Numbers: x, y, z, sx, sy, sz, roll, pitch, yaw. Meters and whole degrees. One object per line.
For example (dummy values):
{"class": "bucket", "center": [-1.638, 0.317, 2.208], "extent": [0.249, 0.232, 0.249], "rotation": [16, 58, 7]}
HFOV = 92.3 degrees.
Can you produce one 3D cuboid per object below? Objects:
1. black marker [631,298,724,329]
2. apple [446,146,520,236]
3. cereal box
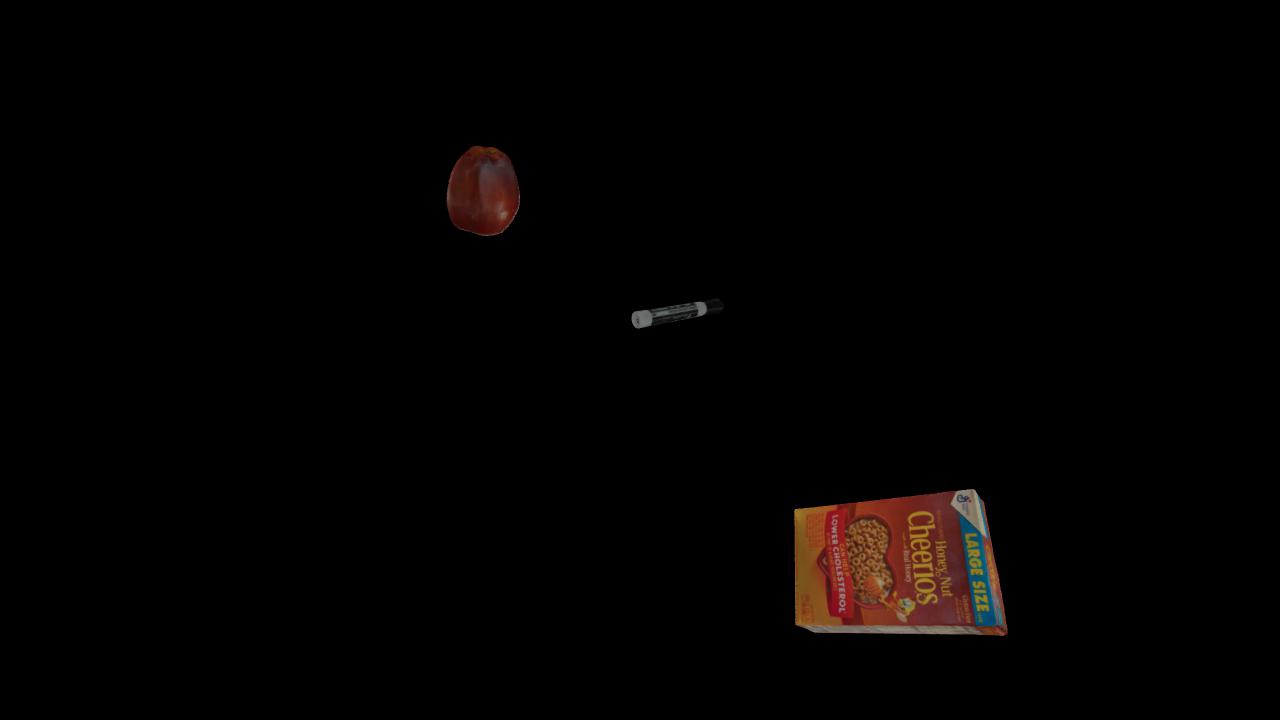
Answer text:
{"class": "black marker", "center": [0.045, -0.054, 0.690], "extent": [0.121, 0.020, 0.020], "rotation": [-13, 7, -32]}
{"class": "apple", "center": [-0.162, -0.175, 0.646], "extent": [0.079, 0.093, 0.079], "rotation": [7, 34, -5]}
{"class": "cereal box", "center": [0.405, 0.332, 0.999], "extent": [0.306, 0.203, 0.081], "rotation": [-17, -40, 36]}
